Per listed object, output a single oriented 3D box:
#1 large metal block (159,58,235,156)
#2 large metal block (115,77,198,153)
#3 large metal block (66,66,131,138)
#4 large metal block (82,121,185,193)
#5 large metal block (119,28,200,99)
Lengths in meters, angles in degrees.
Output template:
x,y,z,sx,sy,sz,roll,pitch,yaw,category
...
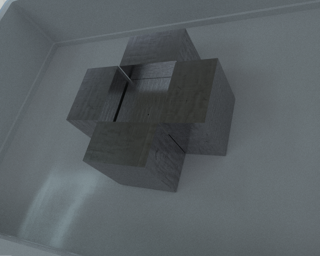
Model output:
x,y,z,sx,sy,sz,roll,pitch,yaw,category
0.047,-0.022,0.358,0.050,0.080,0.080,1,62,29,large metal block
-0.004,-0.017,0.399,0.080,0.050,0.080,1,62,28,large metal block
-0.069,-0.026,0.422,0.050,0.080,0.080,1,62,29,large metal block
-0.027,0.034,0.362,0.080,0.080,0.050,2,63,29,large metal block
0.006,-0.081,0.415,0.080,0.080,0.050,1,62,28,large metal block
